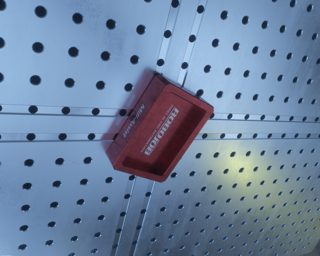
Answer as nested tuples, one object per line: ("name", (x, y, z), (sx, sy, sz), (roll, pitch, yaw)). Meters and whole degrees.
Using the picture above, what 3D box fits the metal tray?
("metal tray", (0.001, 0.005, 0.411), (0.090, 0.030, 0.129), (24, 106, -37))
